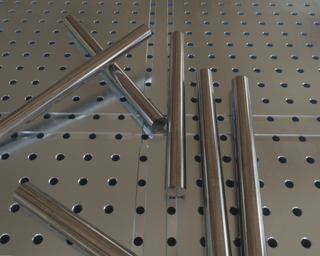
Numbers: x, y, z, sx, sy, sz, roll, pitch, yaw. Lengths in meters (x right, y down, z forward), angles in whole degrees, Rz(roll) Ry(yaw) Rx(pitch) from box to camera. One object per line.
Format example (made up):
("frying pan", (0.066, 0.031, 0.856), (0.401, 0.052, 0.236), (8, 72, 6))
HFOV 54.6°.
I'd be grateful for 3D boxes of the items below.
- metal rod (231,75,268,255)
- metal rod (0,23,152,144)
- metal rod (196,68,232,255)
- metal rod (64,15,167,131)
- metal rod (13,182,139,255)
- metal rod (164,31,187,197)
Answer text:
("metal rod", (0.104, 0.044, 0.370), (0.025, 0.025, 0.300), (5, 50, 4))
("metal rod", (-0.128, -0.062, 0.436), (0.025, 0.025, 0.301), (38, 66, 27))
("metal rod", (0.062, 0.033, 0.380), (0.025, 0.025, 0.300), (2, 50, 1))
("metal rod", (-0.084, -0.101, 0.492), (0.025, 0.025, 0.300), (-27, 55, -21))
("metal rod", (-0.027, 0.134, 0.295), (0.300, 0.025, 0.025), (26, 55, 20))
("metal rod", (0.024, -0.043, 0.444), (0.025, 0.025, 0.300), (2, 50, 2))
